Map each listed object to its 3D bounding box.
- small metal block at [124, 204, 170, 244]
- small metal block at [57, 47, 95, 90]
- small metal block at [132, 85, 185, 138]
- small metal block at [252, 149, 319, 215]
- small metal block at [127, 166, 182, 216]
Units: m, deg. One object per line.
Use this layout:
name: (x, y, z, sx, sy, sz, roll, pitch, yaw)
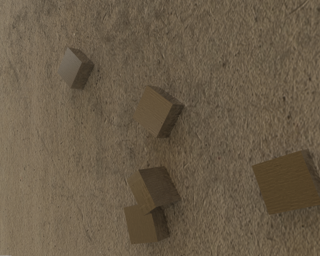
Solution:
small metal block: (-0.019, 0.127, 0.421, 0.050, 0.025, 0.050, -22, 76, 38)
small metal block: (-0.143, -0.100, 0.523, 0.050, 0.025, 0.050, 46, 117, 30)
small metal block: (-0.003, -0.022, 0.407, 0.050, 0.025, 0.050, 40, 114, 33)
small metal block: (0.125, 0.052, 0.301, 0.050, 0.025, 0.050, -26, 74, 37)
small metal block: (-0.007, 0.079, 0.395, 0.025, 0.050, 0.050, -42, 65, 32)
